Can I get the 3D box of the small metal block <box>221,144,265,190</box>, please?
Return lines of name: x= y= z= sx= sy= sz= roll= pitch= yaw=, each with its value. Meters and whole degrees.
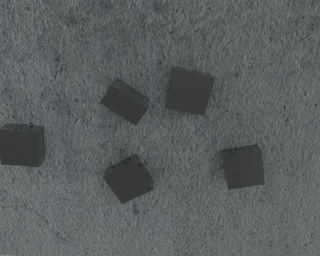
small metal block: x=0.115 y=0.054 z=0.431 sx=0.050 sy=0.025 sz=0.050 roll=-10 pitch=110 yaw=3

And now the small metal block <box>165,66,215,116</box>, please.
small metal block: x=0.037 y=-0.047 z=0.393 sx=0.050 sy=0.025 sz=0.050 roll=12 pitch=110 yaw=-5

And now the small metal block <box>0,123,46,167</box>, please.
small metal block: x=-0.185 y=0.023 z=0.416 sx=0.050 sy=0.025 sz=0.050 roll=4 pitch=110 yaw=-2

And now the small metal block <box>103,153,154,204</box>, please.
small metal block: x=-0.043 y=0.072 z=0.436 sx=0.050 sy=0.025 sz=0.050 roll=-27 pitch=108 yaw=9

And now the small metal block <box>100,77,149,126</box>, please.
small metal block: x=-0.042 y=-0.034 z=0.383 sx=0.050 sy=0.050 sz=0.025 roll=33 pitch=107 yaw=-12
